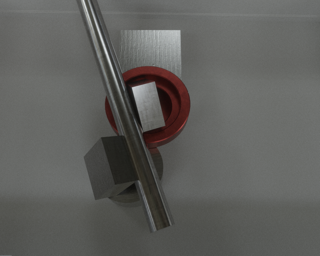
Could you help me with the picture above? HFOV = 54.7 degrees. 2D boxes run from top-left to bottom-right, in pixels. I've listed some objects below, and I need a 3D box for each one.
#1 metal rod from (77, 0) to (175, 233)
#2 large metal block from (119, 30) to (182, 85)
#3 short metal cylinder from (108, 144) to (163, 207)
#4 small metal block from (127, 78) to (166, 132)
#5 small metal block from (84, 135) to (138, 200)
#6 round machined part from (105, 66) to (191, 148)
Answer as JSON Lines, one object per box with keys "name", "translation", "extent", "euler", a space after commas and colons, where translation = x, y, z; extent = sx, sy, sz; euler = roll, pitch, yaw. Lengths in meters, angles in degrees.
{"name": "metal rod", "translation": [-0.046, -0.036, 0.346], "extent": [0.025, 0.025, 0.299], "euler": [-18, 71, -7]}
{"name": "large metal block", "translation": [-0.013, -0.085, 0.424], "extent": [0.081, 0.050, 0.080], "euler": [0, 70, -1]}
{"name": "short metal cylinder", "translation": [-0.037, 0.053, 0.376], "extent": [0.081, 0.050, 0.080], "euler": [0, 70, 0]}
{"name": "small metal block", "translation": [-0.017, -0.028, 0.354], "extent": [0.025, 0.050, 0.050], "euler": [-16, 106, -10]}
{"name": "small metal block", "translation": [-0.053, 0.042, 0.324], "extent": [0.025, 0.050, 0.050], "euler": [-5, 65, -38]}
{"name": "round machined part", "translation": [-0.014, -0.022, 0.376], "extent": [0.099, 0.042, 0.098], "euler": [0, 70, -1]}
